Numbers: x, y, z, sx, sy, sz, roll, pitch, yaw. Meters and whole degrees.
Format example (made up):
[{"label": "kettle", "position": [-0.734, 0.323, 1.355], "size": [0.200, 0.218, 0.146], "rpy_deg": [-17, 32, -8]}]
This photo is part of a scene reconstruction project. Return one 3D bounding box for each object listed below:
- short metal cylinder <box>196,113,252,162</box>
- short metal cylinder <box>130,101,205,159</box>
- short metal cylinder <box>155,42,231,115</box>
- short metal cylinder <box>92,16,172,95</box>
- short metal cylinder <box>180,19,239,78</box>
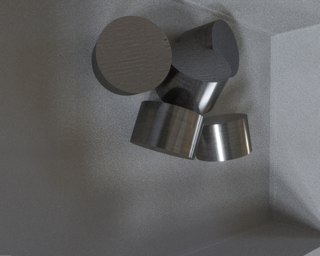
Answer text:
[{"label": "short metal cylinder", "position": [0.087, 0.012, 0.444], "size": [0.081, 0.080, 0.050], "rpy_deg": [-18, 102, -39]}, {"label": "short metal cylinder", "position": [0.009, 0.004, 0.376], "size": [0.080, 0.080, 0.050], "rpy_deg": [22, 80, -38]}, {"label": "short metal cylinder", "position": [0.040, -0.062, 0.380], "size": [0.081, 0.080, 0.050], "rpy_deg": [-24, 149, -37]}, {"label": "short metal cylinder", "position": [-0.033, -0.077, 0.345], "size": [0.081, 0.050, 0.079], "rpy_deg": [-1, 93, -17]}, {"label": "short metal cylinder", "position": [0.071, -0.106, 0.439], "size": [0.080, 0.050, 0.080], "rpy_deg": [12, 74, -50]}]
